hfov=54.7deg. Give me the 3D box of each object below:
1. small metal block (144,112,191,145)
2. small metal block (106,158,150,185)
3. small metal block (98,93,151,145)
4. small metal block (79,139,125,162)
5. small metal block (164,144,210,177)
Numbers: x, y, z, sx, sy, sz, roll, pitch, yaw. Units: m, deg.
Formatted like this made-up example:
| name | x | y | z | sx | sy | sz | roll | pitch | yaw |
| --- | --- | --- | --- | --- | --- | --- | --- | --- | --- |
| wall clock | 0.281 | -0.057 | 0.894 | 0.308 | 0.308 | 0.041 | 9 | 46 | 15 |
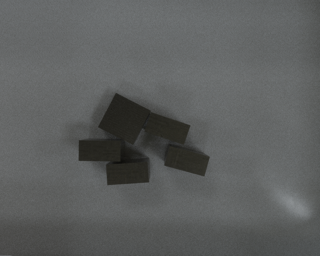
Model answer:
| name | x | y | z | sx | sy | sz | roll | pitch | yaw |
| --- | --- | --- | --- | --- | --- | --- | --- | --- | --- |
| small metal block | 0.009 | 0.000 | 0.399 | 0.050 | 0.050 | 0.025 | 19 | 90 | 0 |
| small metal block | -0.039 | 0.055 | 0.398 | 0.050 | 0.050 | 0.025 | -4 | 90 | 0 |
| small metal block | -0.046 | -0.012 | 0.411 | 0.050 | 0.025 | 0.050 | 27 | 90 | 0 |
| small metal block | -0.073 | 0.027 | 0.398 | 0.050 | 0.050 | 0.025 | 1 | 91 | 0 |
| small metal block | 0.033 | 0.040 | 0.399 | 0.050 | 0.050 | 0.025 | 15 | 90 | 0 |
